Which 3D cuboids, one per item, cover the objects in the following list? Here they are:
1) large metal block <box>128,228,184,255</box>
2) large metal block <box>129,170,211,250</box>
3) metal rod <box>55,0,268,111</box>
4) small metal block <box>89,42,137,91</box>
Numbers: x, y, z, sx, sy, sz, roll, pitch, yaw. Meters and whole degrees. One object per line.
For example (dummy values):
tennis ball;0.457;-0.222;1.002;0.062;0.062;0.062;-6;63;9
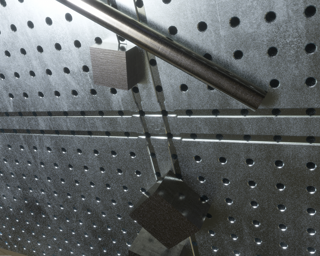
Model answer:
large metal block;-0.008;0.234;0.543;0.080;0.050;0.079;17;125;18
large metal block;0.014;0.123;0.462;0.080;0.050;0.080;41;129;-1
metal rod;-0.019;-0.105;0.355;0.301;0.025;0.025;31;128;8
small metal block;-0.058;-0.079;0.391;0.050;0.025;0.050;13;124;20
